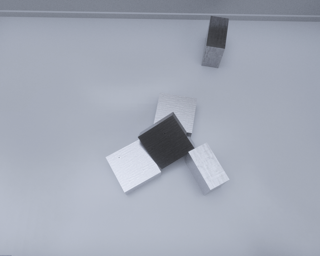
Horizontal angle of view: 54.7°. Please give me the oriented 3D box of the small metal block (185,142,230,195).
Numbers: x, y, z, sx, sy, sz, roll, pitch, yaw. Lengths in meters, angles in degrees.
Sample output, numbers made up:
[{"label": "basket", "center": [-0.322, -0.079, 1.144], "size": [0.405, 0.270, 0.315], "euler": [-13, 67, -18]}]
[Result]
[{"label": "small metal block", "center": [0.056, 0.051, 0.378], "size": [0.025, 0.050, 0.050], "euler": [-26, 73, -9]}]

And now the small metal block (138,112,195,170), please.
[{"label": "small metal block", "center": [0.009, 0.016, 0.386], "size": [0.050, 0.025, 0.050], "euler": [-32, 98, 10]}]

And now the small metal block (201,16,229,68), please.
[{"label": "small metal block", "center": [0.078, -0.122, 0.442], "size": [0.025, 0.050, 0.050], "euler": [10, 70, 3]}]

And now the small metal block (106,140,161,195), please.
[{"label": "small metal block", "center": [-0.033, 0.049, 0.391], "size": [0.050, 0.025, 0.050], "euler": [-28, 73, -10]}]

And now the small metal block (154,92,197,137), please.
[{"label": "small metal block", "center": [0.020, -0.016, 0.416], "size": [0.050, 0.025, 0.050], "euler": [10, 70, 3]}]
